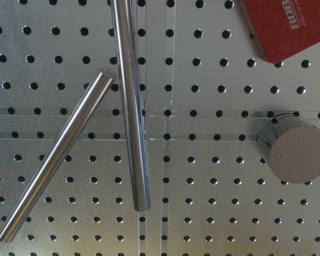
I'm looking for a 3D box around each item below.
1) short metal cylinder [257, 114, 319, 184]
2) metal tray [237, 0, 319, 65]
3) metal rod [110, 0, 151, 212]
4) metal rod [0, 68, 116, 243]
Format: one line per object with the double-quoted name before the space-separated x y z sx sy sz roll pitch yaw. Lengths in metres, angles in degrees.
"short metal cylinder" 0.177 0.027 0.413 0.081 0.050 0.079 0 110 -1
"metal tray" 0.141 -0.151 0.357 0.090 0.030 0.130 -27 108 9
"metal rod" -0.036 -0.023 0.404 0.025 0.025 0.298 -4 110 1
"metal rod" -0.150 0.048 0.429 0.025 0.025 0.299 33 107 -12
